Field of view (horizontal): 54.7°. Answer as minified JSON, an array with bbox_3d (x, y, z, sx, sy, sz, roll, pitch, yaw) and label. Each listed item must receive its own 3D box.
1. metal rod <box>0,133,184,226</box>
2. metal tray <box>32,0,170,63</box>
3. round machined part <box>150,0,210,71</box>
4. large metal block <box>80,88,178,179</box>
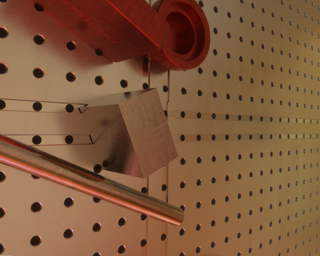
[{"bbox_3d":[-0.080,0.060,0.343,0.301,0.025,0.025,31,70,-36],"label":"metal rod"},{"bbox_3d":[-0.065,-0.121,0.312,0.130,0.090,0.030,34,69,-35],"label":"metal tray"},{"bbox_3d":[0.020,-0.125,0.416,0.099,0.042,0.097,0,90,-40],"label":"round machined part"},{"bbox_3d":[-0.035,0.004,0.345,0.050,0.080,0.080,-29,109,-37],"label":"large metal block"}]
